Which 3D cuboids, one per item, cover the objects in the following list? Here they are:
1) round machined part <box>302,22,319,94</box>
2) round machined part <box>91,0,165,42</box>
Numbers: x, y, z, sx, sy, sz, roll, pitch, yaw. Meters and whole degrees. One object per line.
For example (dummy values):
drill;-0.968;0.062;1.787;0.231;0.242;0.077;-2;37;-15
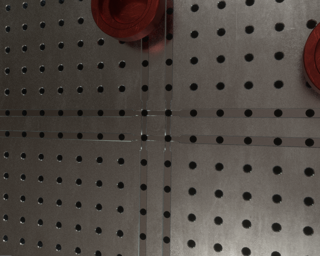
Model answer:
round machined part;0.205;-0.075;0.332;0.098;0.042;0.097;0;90;19
round machined part;-0.039;-0.165;0.416;0.098;0.042;0.097;0;90;19
